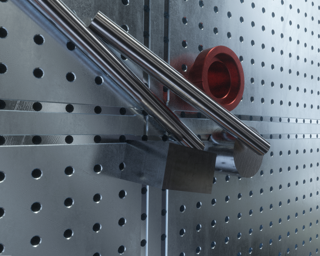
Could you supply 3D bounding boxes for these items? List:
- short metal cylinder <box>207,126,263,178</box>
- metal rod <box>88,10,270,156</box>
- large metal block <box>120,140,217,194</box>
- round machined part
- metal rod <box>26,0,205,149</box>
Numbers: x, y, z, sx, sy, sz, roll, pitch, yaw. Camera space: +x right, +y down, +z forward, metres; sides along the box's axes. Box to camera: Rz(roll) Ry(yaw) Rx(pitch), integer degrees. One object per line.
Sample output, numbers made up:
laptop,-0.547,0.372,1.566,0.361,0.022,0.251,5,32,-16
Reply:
short metal cylinder,0.122,0.037,0.498,0.081,0.050,0.079,0,90,-40
metal rod,0.040,-0.046,0.407,0.301,0.025,0.025,33,69,-23
large metal block,0.010,0.048,0.384,0.081,0.080,0.050,16,80,-39
round machined part,0.081,-0.072,0.469,0.099,0.042,0.097,0,90,-40
metal rod,-0.038,-0.056,0.378,0.300,0.025,0.025,43,64,-32
